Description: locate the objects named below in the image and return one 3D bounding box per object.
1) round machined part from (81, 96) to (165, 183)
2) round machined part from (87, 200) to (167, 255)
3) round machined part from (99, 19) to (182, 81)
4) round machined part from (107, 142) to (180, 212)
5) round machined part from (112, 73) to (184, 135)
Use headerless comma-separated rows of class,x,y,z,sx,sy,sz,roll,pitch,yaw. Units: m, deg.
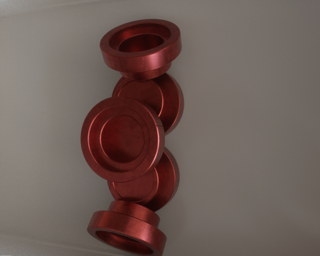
round machined part,-0.040,0.013,0.367,0.098,0.042,0.097,0,90,19
round machined part,-0.038,0.126,0.393,0.098,0.098,0.042,7,55,19
round machined part,-0.022,-0.095,0.387,0.098,0.098,0.042,8,135,19
round machined part,-0.027,0.065,0.408,0.098,0.042,0.097,0,90,19
round machined part,-0.021,-0.033,0.406,0.098,0.042,0.097,0,90,19
